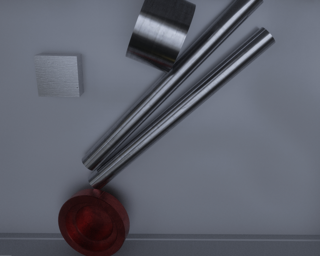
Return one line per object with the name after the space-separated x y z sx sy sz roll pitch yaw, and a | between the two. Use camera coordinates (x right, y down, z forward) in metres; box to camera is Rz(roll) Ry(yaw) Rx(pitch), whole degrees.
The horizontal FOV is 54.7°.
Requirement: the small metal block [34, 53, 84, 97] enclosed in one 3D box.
-0.124 -0.066 0.385 0.050 0.025 0.050 1 110 -1 | small metal block

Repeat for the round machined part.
-0.090 0.130 0.441 0.098 0.042 0.097 4 106 12 | round machined part

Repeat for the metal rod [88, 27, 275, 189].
0.019 -0.017 0.405 0.300 0.025 0.025 -40 106 13 | metal rod

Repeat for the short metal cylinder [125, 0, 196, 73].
0.000 -0.107 0.342 0.050 0.080 0.079 21 109 -8 | short metal cylinder

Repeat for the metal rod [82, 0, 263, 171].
0.006 -0.052 0.392 0.025 0.025 0.299 42 104 -14 | metal rod
